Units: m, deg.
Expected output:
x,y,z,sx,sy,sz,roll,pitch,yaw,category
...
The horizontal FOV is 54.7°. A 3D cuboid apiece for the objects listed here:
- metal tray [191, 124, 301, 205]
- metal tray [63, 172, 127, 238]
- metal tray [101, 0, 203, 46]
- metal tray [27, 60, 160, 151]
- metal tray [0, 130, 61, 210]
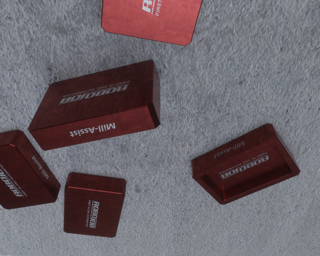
x,y,z,sx,sy,sz,roll,pitch,yaw,category
0.123,0.058,0.453,0.130,0.030,0.090,-29,125,22,metal tray
-0.110,0.132,0.515,0.091,0.030,0.129,9,130,-8,metal tray
-0.002,-0.146,0.279,0.091,0.030,0.129,8,130,-7,metal tray
-0.066,-0.027,0.340,0.131,0.090,0.030,-11,129,9,metal tray
-0.218,0.066,0.458,0.090,0.030,0.129,-11,130,8,metal tray
